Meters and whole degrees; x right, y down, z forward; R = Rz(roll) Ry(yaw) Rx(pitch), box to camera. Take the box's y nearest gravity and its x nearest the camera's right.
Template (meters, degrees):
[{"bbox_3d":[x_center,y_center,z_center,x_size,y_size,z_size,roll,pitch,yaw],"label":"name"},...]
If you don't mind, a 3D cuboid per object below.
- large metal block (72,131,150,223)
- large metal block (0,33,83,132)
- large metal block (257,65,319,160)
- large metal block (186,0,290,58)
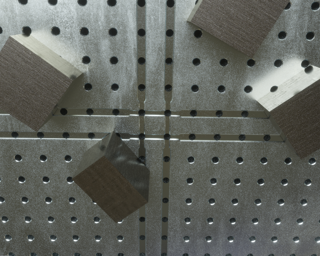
[{"bbox_3d":[-0.059,0.061,0.406,0.050,0.080,0.080,-36,107,12],"label":"large metal block"},{"bbox_3d":[-0.155,-0.056,0.377,0.080,0.050,0.080,36,106,-13],"label":"large metal block"},{"bbox_3d":[0.186,-0.021,0.395,0.080,0.050,0.080,-35,107,11],"label":"large metal block"},{"bbox_3d":[0.087,-0.137,0.351,0.080,0.050,0.080,27,108,-10],"label":"large metal block"}]
